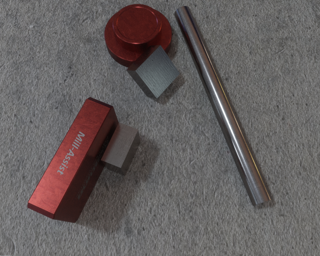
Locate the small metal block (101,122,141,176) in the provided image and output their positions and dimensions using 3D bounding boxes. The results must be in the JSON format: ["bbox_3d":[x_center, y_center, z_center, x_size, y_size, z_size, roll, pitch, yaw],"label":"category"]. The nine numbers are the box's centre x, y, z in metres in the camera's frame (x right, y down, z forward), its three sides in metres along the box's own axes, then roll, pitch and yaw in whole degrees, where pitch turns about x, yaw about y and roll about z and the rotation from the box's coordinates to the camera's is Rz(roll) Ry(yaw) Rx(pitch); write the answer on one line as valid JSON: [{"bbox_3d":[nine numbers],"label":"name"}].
[{"bbox_3d":[-0.047,0.028,0.384,0.025,0.050,0.050,21,71,7],"label":"small metal block"}]

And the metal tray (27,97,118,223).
[{"bbox_3d":[-0.090,0.040,0.357,0.030,0.090,0.130,22,71,7],"label":"metal tray"}]

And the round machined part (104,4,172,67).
[{"bbox_3d":[-0.032,-0.139,0.450,0.099,0.042,0.098,0,70,-1],"label":"round machined part"}]

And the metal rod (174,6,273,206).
[{"bbox_3d":[0.079,-0.043,0.424,0.025,0.025,0.299,-17,71,-6],"label":"metal rod"}]

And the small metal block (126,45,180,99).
[{"bbox_3d":[-0.009,-0.076,0.421,0.050,0.050,0.025,-49,33,-16],"label":"small metal block"}]
